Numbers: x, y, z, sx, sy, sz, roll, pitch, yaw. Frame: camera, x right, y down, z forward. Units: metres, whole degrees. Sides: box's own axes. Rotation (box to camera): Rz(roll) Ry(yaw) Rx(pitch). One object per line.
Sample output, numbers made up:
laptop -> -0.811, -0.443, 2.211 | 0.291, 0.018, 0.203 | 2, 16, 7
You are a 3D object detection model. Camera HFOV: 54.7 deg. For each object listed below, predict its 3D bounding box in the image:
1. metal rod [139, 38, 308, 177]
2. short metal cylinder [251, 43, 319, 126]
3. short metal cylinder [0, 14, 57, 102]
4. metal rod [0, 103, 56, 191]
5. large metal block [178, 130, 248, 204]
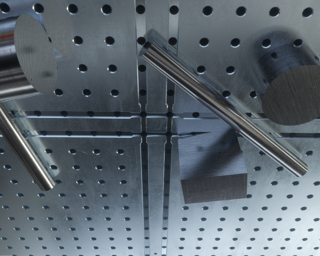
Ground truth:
metal rod -> 0.098, -0.013, 0.401 | 0.301, 0.025, 0.025 | 34, 122, -26
short metal cylinder -> 0.151, -0.049, 0.355 | 0.081, 0.050, 0.079 | 0, 130, 0
short metal cylinder -> -0.147, -0.070, 0.315 | 0.050, 0.080, 0.080 | -9, 130, 7
metal rod -> -0.205, -0.022, 0.390 | 0.025, 0.025, 0.298 | -9, 130, 7
large metal block -> 0.069, 0.051, 0.420 | 0.080, 0.080, 0.050 | -7, 130, 6
